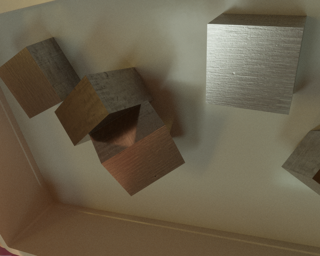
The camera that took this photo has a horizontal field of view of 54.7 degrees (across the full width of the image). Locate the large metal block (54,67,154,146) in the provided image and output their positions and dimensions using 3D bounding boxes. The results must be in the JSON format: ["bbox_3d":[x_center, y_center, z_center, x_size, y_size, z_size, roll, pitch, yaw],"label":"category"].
[{"bbox_3d":[-0.069,-0.028,0.385,0.080,0.081,0.050,-37,82,39],"label":"large metal block"}]

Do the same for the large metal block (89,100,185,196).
[{"bbox_3d":[-0.026,0.026,0.379,0.080,0.050,0.080,-32,137,-3],"label":"large metal block"}]

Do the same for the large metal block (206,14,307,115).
[{"bbox_3d":[0.092,-0.065,0.304,0.080,0.050,0.079,10,123,22],"label":"large metal block"}]

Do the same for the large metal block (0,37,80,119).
[{"bbox_3d":[-0.168,-0.069,0.439,0.080,0.050,0.080,-19,108,35],"label":"large metal block"}]

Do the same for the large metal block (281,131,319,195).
[{"bbox_3d":[0.178,0.047,0.299,0.080,0.080,0.050,37,92,3],"label":"large metal block"}]
